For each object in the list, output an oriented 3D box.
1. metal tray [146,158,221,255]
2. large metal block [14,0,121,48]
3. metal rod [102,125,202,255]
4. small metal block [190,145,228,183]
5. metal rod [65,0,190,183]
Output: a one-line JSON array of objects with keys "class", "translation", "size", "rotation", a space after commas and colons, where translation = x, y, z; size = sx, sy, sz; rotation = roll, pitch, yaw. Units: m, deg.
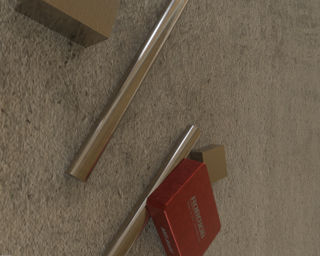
[{"class": "metal tray", "translation": [0.037, 0.118, 0.416], "size": [0.091, 0.030, 0.129], "rotation": [-41, 127, -36]}, {"class": "large metal block", "translation": [-0.088, -0.141, 0.316], "size": [0.080, 0.050, 0.080], "rotation": [23, 76, -38]}, {"class": "metal rod", "translation": [-0.029, 0.114, 0.382], "size": [0.025, 0.025, 0.301], "rotation": [51, 60, -29]}, {"class": "small metal block", "translation": [0.074, 0.055, 0.470], "size": [0.050, 0.025, 0.050], "rotation": [-13, 99, -39]}, {"class": "metal rod", "translation": [-0.027, -0.072, 0.383], "size": [0.025, 0.025, 0.300], "rotation": [41, 65, -33]}]
